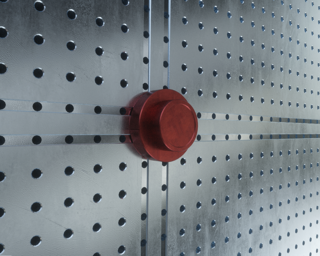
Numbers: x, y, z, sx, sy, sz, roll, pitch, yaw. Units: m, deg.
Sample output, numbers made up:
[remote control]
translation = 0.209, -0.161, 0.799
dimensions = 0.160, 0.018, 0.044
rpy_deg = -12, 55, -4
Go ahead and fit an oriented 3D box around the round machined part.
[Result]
[round machined part]
translation = 0.012, -0.003, 0.410
dimensions = 0.099, 0.042, 0.097
rpy_deg = 0, 90, -40
